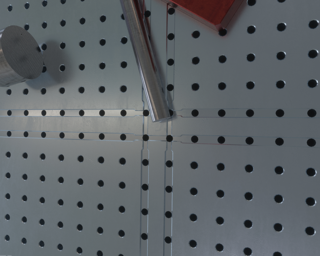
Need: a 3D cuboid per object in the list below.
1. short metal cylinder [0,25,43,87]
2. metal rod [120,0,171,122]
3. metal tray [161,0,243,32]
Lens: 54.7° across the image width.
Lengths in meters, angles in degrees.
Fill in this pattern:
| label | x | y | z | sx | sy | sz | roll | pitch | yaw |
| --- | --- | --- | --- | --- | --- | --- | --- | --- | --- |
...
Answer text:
| label | x | y | z | sx | sy | sz | roll | pitch | yaw |
| --- | --- | --- | --- | --- | --- | --- | --- | --- | --- |
| short metal cylinder | -0.223 | -0.106 | 0.462 | 0.050 | 0.080 | 0.080 | -12 | 86 | 20 |
| metal rod | -0.037 | -0.154 | 0.425 | 0.025 | 0.025 | 0.298 | -17 | 84 | 19 |
| metal tray | 0.047 | -0.194 | 0.393 | 0.130 | 0.030 | 0.090 | 35 | 101 | 16 |
